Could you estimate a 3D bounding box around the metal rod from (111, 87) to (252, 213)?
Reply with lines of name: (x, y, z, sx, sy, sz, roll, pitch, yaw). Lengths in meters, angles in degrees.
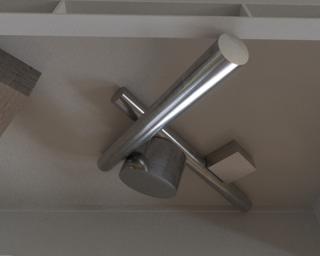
metal rod: (0.047, 0.046, 0.448, 0.025, 0.025, 0.300, -33, 123, 25)

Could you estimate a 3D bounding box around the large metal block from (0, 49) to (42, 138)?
large metal block: (-0.197, -0.045, 0.351, 0.080, 0.050, 0.080, 32, 123, -25)

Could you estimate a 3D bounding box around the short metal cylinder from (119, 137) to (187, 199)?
short metal cylinder: (-0.009, 0.055, 0.421, 0.080, 0.050, 0.080, 14, 147, 10)

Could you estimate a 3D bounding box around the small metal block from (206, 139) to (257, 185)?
small metal block: (0.104, 0.051, 0.454, 0.050, 0.025, 0.050, -34, 123, 25)

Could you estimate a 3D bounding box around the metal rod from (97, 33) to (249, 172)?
metal rod: (-0.015, 0.000, 0.331, 0.025, 0.025, 0.299, 22, 151, -18)
